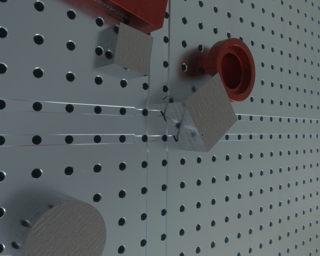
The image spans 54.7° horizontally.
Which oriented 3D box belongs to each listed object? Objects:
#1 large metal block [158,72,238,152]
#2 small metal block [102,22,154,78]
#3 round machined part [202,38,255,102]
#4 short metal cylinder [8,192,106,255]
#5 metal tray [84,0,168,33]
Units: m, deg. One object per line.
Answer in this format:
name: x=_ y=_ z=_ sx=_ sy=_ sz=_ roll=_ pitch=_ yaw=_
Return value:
large metal block: x=0.057 y=-0.023 z=0.443 sx=0.080 sy=0.050 sz=0.080 roll=-42 pitch=116 yaw=-32
small metal block: x=-0.038 y=-0.093 z=0.379 sx=0.050 sy=0.025 sz=0.050 roll=13 pitch=82 yaw=-40
round machined part: x=0.104 y=-0.089 z=0.488 sx=0.099 sy=0.042 sz=0.097 roll=0 pitch=90 yaw=-40
short metal cylinder: x=-0.102 y=0.108 z=0.309 sx=0.081 sy=0.050 sz=0.079 roll=0 pitch=90 yaw=-40
metal tray: x=-0.047 y=-0.182 z=0.368 sx=0.131 sy=0.030 sz=0.090 roll=18 pitch=79 yaw=-39
